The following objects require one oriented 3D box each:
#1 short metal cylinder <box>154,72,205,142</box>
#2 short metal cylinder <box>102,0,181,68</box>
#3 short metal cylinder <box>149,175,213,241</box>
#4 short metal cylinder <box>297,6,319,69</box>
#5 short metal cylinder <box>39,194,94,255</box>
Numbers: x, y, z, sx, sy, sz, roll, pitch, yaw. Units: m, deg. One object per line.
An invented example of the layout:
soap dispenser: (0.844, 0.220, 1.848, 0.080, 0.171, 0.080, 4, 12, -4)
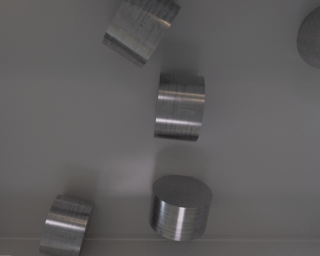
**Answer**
short metal cylinder: (0.021, -0.025, 0.373, 0.050, 0.080, 0.079, 6, 110, -2)
short metal cylinder: (-0.020, -0.113, 0.340, 0.050, 0.080, 0.080, 32, 107, -11)
short metal cylinder: (0.027, 0.106, 0.421, 0.081, 0.080, 0.050, 6, 110, -2)
short metal cylinder: (0.210, -0.105, 0.361, 0.081, 0.050, 0.079, 0, 110, 0)
short metal cylinder: (-0.127, 0.137, 0.431, 0.050, 0.080, 0.079, 14, 110, -5)
